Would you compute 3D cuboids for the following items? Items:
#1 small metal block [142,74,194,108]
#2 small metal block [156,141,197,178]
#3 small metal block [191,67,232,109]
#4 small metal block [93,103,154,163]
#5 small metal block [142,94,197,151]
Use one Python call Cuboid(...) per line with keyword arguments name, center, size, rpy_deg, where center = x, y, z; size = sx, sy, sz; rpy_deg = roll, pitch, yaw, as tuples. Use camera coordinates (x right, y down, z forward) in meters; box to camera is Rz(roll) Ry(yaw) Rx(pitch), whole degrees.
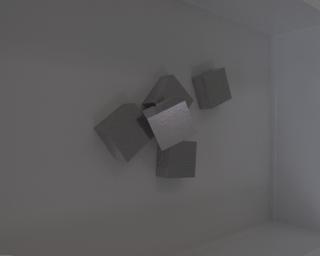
Cuboid(name="small metal block", center=(0.012, -0.035, 0.416), size=(0.050, 0.025, 0.050), rpy_deg=(47, 62, -30))
Cuboid(name="small metal block", center=(0.023, 0.042, 0.426), size=(0.050, 0.025, 0.050), rpy_deg=(6, 86, -40))
Cuboid(name="small metal block", center=(0.079, -0.061, 0.473), size=(0.050, 0.025, 0.050), rpy_deg=(-27, 107, -37))
Cuboid(name="small metal block", center=(-0.042, 0.005, 0.371), size=(0.050, 0.025, 0.050), rpy_deg=(-45, 117, -31))
Cuboid(name="small metal block", center=(0.012, -0.007, 0.388), size=(0.050, 0.025, 0.050), rpy_deg=(-26, 120, -5))
